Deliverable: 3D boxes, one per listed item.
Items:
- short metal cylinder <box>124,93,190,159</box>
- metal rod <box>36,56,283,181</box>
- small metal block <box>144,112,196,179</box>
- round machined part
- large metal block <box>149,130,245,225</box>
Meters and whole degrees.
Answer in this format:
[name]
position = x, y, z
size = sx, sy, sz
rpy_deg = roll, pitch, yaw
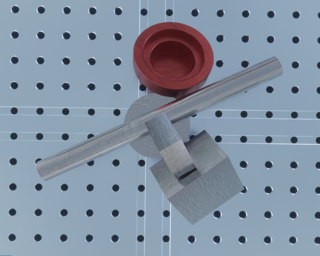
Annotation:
[short metal cylinder]
position = -0.004, -0.003, 0.400
size = 0.081, 0.050, 0.079
rpy_deg = 0, 90, -1
[metal rod]
position = 0.000, -0.011, 0.363
size = 0.301, 0.025, 0.025
rpy_deg = -24, 90, -1
[small metal block]
position = 0.011, 0.019, 0.340
size = 0.025, 0.050, 0.050
rpy_deg = -29, 132, 0
[round machined part]
position = 0.015, -0.082, 0.393
size = 0.099, 0.042, 0.098
rpy_deg = 2, 67, -6
[large metal block]
position = 0.047, 0.062, 0.379
size = 0.080, 0.050, 0.080
rpy_deg = -35, 135, 0
